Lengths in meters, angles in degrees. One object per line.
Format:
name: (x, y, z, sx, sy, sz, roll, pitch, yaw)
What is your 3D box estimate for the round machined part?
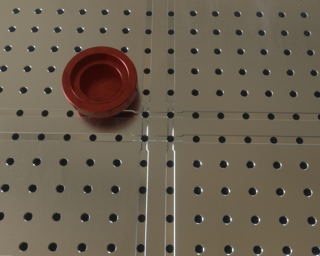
round machined part: (-0.079, -0.059, 0.424, 0.099, 0.042, 0.098, 0, 70, 0)
